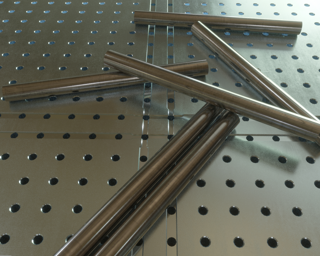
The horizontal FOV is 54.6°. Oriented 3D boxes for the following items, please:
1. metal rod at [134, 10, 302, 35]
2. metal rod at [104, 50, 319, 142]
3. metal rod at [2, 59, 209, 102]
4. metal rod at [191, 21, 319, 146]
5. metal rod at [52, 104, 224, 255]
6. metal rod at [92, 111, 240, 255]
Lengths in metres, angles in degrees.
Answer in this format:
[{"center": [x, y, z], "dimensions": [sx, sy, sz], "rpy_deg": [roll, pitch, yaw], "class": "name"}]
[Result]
[{"center": [0.103, -0.195, 0.571], "dimensions": [0.301, 0.025, 0.025], "rpy_deg": [5, 50, 4], "class": "metal rod"}, {"center": [0.056, -0.049, 0.415], "dimensions": [0.301, 0.025, 0.025], "rpy_deg": [22, 54, 17], "class": "metal rod"}, {"center": [-0.075, -0.073, 0.468], "dimensions": [0.302, 0.025, 0.025], "rpy_deg": [-9, 51, -8], "class": "metal rod"}, {"center": [0.141, -0.082, 0.477], "dimensions": [0.025, 0.025, 0.300], "rpy_deg": [-24, 54, -19], "class": "metal rod"}, {"center": [-0.001, 0.044, 0.370], "dimensions": [0.025, 0.025, 0.301], "rpy_deg": [32, 57, 24], "class": "metal rod"}, {"center": [0.002, 0.076, 0.343], "dimensions": [0.025, 0.025, 0.301], "rpy_deg": [32, 57, 24], "class": "metal rod"}]
